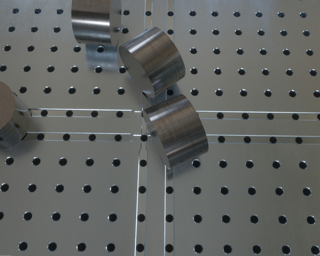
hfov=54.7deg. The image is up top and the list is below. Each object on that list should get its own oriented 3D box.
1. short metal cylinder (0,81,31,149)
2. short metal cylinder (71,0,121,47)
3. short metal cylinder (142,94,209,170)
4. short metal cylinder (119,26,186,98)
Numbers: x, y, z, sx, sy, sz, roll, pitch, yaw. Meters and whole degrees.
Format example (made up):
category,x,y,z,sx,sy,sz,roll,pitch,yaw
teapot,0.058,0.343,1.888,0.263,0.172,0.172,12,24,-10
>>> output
category,x,y,z,sx,sy,sz,roll,pitch,yaw
short metal cylinder,-0.218,-0.017,0.403,0.081,0.050,0.080,0,70,0
short metal cylinder,-0.087,-0.159,0.440,0.050,0.080,0.080,6,70,2
short metal cylinder,0.018,0.005,0.381,0.050,0.080,0.080,-24,72,-8
short metal cylinder,-0.011,-0.087,0.414,0.050,0.080,0.080,-36,74,-12
